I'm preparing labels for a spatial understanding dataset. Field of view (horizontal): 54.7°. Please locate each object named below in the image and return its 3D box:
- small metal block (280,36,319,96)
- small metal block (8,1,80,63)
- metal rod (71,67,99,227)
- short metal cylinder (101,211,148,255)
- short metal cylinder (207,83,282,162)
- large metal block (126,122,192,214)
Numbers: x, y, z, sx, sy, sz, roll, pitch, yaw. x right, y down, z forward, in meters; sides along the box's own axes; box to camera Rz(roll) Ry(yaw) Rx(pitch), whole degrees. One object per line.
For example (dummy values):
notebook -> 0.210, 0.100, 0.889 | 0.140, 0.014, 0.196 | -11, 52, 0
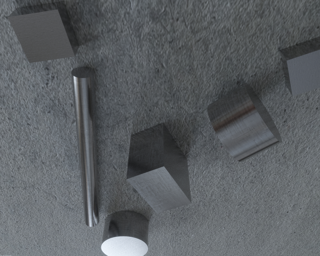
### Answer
small metal block -> 0.169, -0.070, 0.350 | 0.050, 0.025, 0.050 | -17, 128, 14
small metal block -> -0.118, -0.099, 0.321 | 0.050, 0.025, 0.050 | -7, 130, 5
metal rod -> -0.103, 0.050, 0.447 | 0.025, 0.025, 0.298 | 4, 130, -4
short metal cylinder -> -0.061, 0.192, 0.554 | 0.081, 0.050, 0.079 | 0, 130, 0
short metal cylinder -> 0.100, -0.006, 0.367 | 0.050, 0.080, 0.080 | -32, 123, 24
large metal block -> 0.000, 0.054, 0.417 | 0.050, 0.080, 0.080 | -21, 127, 17
